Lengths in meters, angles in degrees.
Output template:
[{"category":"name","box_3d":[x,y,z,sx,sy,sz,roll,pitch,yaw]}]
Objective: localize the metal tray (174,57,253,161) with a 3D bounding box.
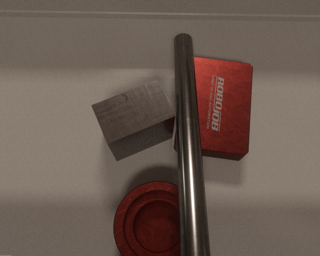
[{"category":"metal tray","box_3d":[0.071,-0.028,0.410,0.091,0.030,0.130,8,70,3]}]

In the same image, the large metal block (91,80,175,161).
[{"category":"large metal block","box_3d":[-0.030,-0.006,0.382,0.080,0.080,0.050,-23,72,-8]}]

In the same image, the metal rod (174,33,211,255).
[{"category":"metal rod","box_3d":[0.030,0.002,0.330,0.025,0.025,0.300,1,53,0]}]

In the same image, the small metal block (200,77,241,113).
[{"category":"small metal block","box_3d":[0.081,-0.044,0.427,0.050,0.025,0.050,12,70,4]}]

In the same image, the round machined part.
[{"category":"round machined part","box_3d":[-0.002,0.114,0.358,0.099,0.042,0.098,0,68,-1]}]
